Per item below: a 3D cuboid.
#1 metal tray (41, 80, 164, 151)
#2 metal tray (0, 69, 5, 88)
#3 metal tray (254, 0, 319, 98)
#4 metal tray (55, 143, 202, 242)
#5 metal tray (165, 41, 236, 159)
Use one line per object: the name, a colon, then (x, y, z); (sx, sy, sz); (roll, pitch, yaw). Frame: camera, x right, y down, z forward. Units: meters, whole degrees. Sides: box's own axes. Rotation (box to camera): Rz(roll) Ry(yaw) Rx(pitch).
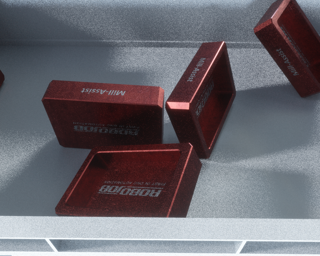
metal tray: (-0.062, -0.011, 0.370); (0.131, 0.089, 0.030); (4, 50, 3)
metal tray: (-0.264, -0.084, 0.402); (0.030, 0.129, 0.090); (-4, 50, 8)
metal tray: (0.201, -0.121, 0.455); (0.130, 0.030, 0.090); (48, 55, -14)
metal tray: (-0.032, 0.060, 0.314); (0.130, 0.030, 0.090); (-4, 43, 30)
metal tray: (0.058, -0.037, 0.391); (0.030, 0.090, 0.130); (5, 47, 31)
